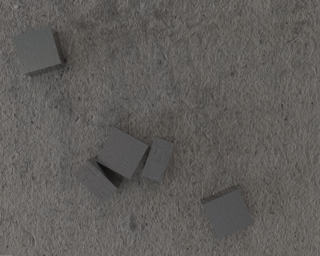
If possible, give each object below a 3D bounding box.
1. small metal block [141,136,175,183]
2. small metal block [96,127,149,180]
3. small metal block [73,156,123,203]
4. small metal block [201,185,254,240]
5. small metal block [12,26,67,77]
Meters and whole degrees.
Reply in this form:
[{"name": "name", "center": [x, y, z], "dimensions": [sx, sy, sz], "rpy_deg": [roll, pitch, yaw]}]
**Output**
[{"name": "small metal block", "center": [-0.002, 0.038, 0.397], "dimensions": [0.025, 0.050, 0.050], "rpy_deg": [20, 90, 0]}, {"name": "small metal block", "center": [-0.049, 0.032, 0.409], "dimensions": [0.050, 0.025, 0.050], "rpy_deg": [29, 90, 0]}, {"name": "small metal block", "center": [-0.078, 0.064, 0.397], "dimensions": [0.050, 0.050, 0.025], "rpy_deg": [44, 90, 0]}, {"name": "small metal block", "center": [0.088, 0.111, 0.411], "dimensions": [0.050, 0.025, 0.050], "rpy_deg": [-24, 90, 0]}, {"name": "small metal block", "center": [-0.158, -0.100, 0.408], "dimensions": [0.050, 0.025, 0.050], "rpy_deg": [-16, 90, 0]}]
